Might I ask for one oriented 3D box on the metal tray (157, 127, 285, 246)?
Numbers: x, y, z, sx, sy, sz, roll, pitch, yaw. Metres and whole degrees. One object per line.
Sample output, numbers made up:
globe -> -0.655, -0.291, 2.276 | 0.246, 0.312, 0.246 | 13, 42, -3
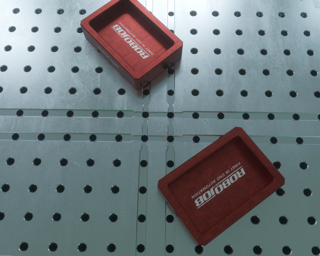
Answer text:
metal tray -> 0.074, 0.070, 0.383 | 0.131, 0.030, 0.090 | -33, 74, -12

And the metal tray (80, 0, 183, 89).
metal tray -> -0.041, -0.131, 0.456 | 0.090, 0.030, 0.130 | -40, 75, -13
